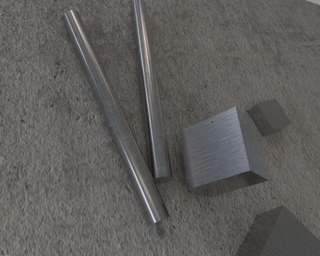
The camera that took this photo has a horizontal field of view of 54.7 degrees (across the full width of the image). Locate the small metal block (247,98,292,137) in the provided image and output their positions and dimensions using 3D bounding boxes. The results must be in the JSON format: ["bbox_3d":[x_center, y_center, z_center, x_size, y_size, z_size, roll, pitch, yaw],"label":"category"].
[{"bbox_3d":[0.181,-0.018,0.512,0.050,0.025,0.050,-14,69,-34],"label":"small metal block"}]

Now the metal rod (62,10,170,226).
[{"bbox_3d":[-0.062,-0.026,0.385,0.025,0.025,0.299,-14,69,-34],"label":"metal rod"}]

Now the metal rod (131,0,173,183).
[{"bbox_3d":[-0.016,-0.069,0.437,0.025,0.025,0.299,6,59,-25],"label":"metal rod"}]

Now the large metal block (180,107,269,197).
[{"bbox_3d":[0.076,0.032,0.381,0.050,0.080,0.080,28,47,-44],"label":"large metal block"}]

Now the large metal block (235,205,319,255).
[{"bbox_3d":[0.147,0.155,0.372,0.080,0.050,0.080,45,51,3],"label":"large metal block"}]
